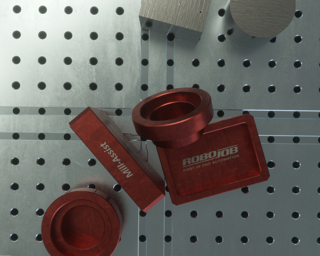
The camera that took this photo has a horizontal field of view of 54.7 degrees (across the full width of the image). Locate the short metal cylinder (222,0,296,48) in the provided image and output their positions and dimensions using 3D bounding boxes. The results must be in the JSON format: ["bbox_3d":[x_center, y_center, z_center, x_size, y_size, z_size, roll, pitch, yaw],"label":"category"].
[{"bbox_3d":[0.125,-0.150,0.402,0.081,0.050,0.079,0,90,0],"label":"short metal cylinder"}]

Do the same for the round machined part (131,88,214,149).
[{"bbox_3d":[0.017,-0.010,0.383,0.099,0.098,0.042,-15,118,0],"label":"round machined part"}]

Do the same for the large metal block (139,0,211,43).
[{"bbox_3d":[0.023,-0.165,0.401,0.080,0.050,0.080,15,90,0],"label":"large metal block"}]

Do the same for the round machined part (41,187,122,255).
[{"bbox_3d":[-0.098,0.126,0.404,0.099,0.042,0.097,0,90,0],"label":"round machined part"}]

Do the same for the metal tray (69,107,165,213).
[{"bbox_3d":[-0.047,0.034,0.380,0.030,0.090,0.130,-41,90,0],"label":"metal tray"}]

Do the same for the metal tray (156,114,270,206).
[{"bbox_3d":[0.068,0.041,0.411,0.131,0.030,0.090,-16,90,0],"label":"metal tray"}]
